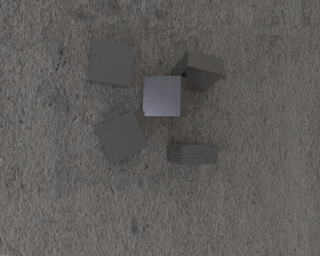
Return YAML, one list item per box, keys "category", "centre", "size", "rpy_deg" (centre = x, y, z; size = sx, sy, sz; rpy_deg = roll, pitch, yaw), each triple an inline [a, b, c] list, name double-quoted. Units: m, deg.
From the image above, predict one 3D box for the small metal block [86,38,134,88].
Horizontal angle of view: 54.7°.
- category: "small metal block"
  centre: [-0.063, -0.079, 0.386]
  size: [0.050, 0.025, 0.050]
  rpy_deg: [7, 88, -20]

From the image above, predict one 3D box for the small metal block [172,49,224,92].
- category: "small metal block"
  centre: [0.049, -0.074, 0.411]
  size: [0.050, 0.050, 0.025]
  rpy_deg: [9, 66, -20]

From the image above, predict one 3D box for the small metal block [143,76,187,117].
- category: "small metal block"
  centre: [0.007, -0.039, 0.397]
  size: [0.050, 0.025, 0.050]
  rpy_deg: [1, 90, 23]

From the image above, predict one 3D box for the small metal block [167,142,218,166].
- category: "small metal block"
  centre: [0.042, 0.033, 0.411]
  size: [0.050, 0.050, 0.025]
  rpy_deg: [-1, 91, -20]

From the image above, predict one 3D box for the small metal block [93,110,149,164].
- category: "small metal block"
  centre: [-0.050, 0.011, 0.390]
  size: [0.050, 0.025, 0.050]
  rpy_deg: [-25, 99, -18]
